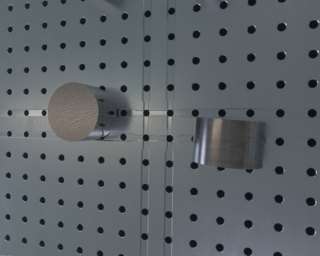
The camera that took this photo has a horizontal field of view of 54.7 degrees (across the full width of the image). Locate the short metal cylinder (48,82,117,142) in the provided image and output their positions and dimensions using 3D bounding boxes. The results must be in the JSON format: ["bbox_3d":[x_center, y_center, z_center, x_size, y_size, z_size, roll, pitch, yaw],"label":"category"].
[{"bbox_3d":[-0.109,-0.021,0.438,0.080,0.050,0.080,0,90,20],"label":"short metal cylinder"}]

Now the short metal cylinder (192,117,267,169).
[{"bbox_3d":[0.078,0.016,0.356,0.080,0.080,0.050,5,92,20],"label":"short metal cylinder"}]
